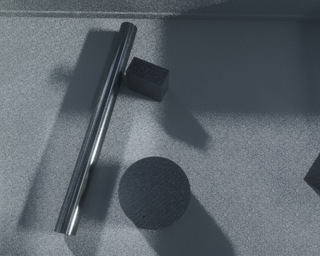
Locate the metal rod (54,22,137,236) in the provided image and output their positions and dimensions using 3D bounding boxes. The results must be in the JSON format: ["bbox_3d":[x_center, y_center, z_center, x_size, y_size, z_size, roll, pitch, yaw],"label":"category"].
[{"bbox_3d":[-0.079,-0.014,0.413,0.025,0.025,0.299,12,70,4],"label":"metal rod"}]

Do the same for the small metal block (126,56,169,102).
[{"bbox_3d":[-0.016,-0.065,0.420,0.050,0.050,0.025,23,72,8],"label":"small metal block"}]

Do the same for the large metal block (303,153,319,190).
[{"bbox_3d":[0.230,0.038,0.369,0.050,0.080,0.080,36,74,12],"label":"large metal block"}]

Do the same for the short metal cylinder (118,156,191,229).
[{"bbox_3d":[-0.006,0.079,0.368,0.081,0.050,0.080,0,70,0],"label":"short metal cylinder"}]
